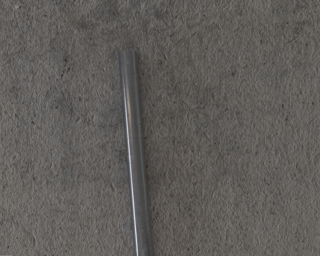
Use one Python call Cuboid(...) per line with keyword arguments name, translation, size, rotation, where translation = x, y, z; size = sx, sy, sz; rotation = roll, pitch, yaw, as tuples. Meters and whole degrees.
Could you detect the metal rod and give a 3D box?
Cuboid(name="metal rod", translation=(-0.031, 0.049, 0.409), size=(0.025, 0.025, 0.298), rotation=(-5, 90, 0))
